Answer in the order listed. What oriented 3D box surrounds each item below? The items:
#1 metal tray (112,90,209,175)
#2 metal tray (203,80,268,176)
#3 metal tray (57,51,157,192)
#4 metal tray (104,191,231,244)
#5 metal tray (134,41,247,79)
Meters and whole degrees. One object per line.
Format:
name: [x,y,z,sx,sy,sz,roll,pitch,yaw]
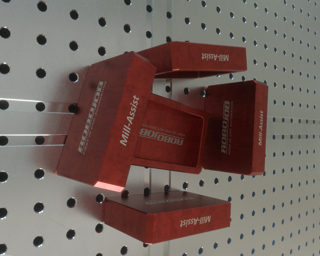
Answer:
metal tray: [0.006,0.009,0.409,0.131,0.030,0.090,14,81,-39]
metal tray: [0.108,0.000,0.456,0.030,0.090,0.129,6,86,-40]
metal tray: [-0.057,-0.007,0.318,0.030,0.090,0.130,23,75,-37]
metal tray: [0.011,0.102,0.376,0.131,0.090,0.030,5,87,-39]
metal tray: [0.036,-0.083,0.395,0.131,0.090,0.030,-8,96,-39]
